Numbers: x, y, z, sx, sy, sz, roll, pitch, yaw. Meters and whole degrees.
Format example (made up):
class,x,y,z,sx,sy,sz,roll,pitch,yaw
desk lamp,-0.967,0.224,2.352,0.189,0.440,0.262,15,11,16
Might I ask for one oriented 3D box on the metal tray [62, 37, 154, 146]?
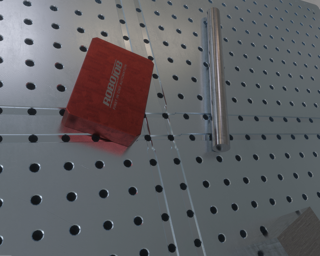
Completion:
class,x,y,z,sx,sy,sz,roll,pitch,yaw
metal tray,-0.062,-0.049,0.402,0.091,0.030,0.130,20,54,-17

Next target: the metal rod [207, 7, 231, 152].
class,x,y,z,sx,sy,sz,roll,pitch,yaw
metal rod,0.095,-0.097,0.518,0.025,0.025,0.300,17,55,-19

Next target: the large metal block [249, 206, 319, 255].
class,x,y,z,sx,sy,sz,roll,pitch,yaw
large metal block,0.174,0.159,0.389,0.081,0.050,0.080,-22,73,-36
